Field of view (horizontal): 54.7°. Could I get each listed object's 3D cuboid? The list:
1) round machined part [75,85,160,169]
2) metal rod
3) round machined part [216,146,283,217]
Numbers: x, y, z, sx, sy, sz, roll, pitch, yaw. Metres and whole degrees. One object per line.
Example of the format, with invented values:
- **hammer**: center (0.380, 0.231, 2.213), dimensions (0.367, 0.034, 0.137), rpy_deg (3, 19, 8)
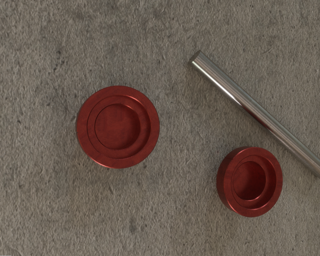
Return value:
- **round machined part**: center (-0.054, -0.001, 0.381), dimensions (0.099, 0.042, 0.097), rpy_deg (0, 90, -21)
- **metal rod**: center (0.162, -0.010, 0.470), dimensions (0.301, 0.025, 0.025), rpy_deg (38, 78, -17)
- **round machined part**: center (0.124, 0.075, 0.448), dimensions (0.099, 0.042, 0.097), rpy_deg (0, 90, -21)
